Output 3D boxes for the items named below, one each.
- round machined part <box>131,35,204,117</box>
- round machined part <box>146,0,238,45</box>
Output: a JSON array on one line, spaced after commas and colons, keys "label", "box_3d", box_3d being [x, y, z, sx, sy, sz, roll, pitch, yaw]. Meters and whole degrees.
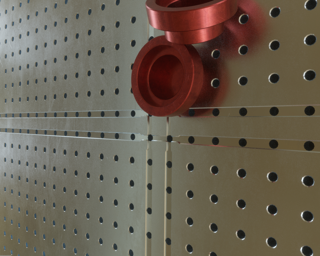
[{"label": "round machined part", "box_3d": [0.013, -0.062, 0.388, 0.098, 0.042, 0.097, 0, 90, 40]}, {"label": "round machined part", "box_3d": [0.036, -0.127, 0.346, 0.098, 0.099, 0.042, 24, 141, 37]}]
